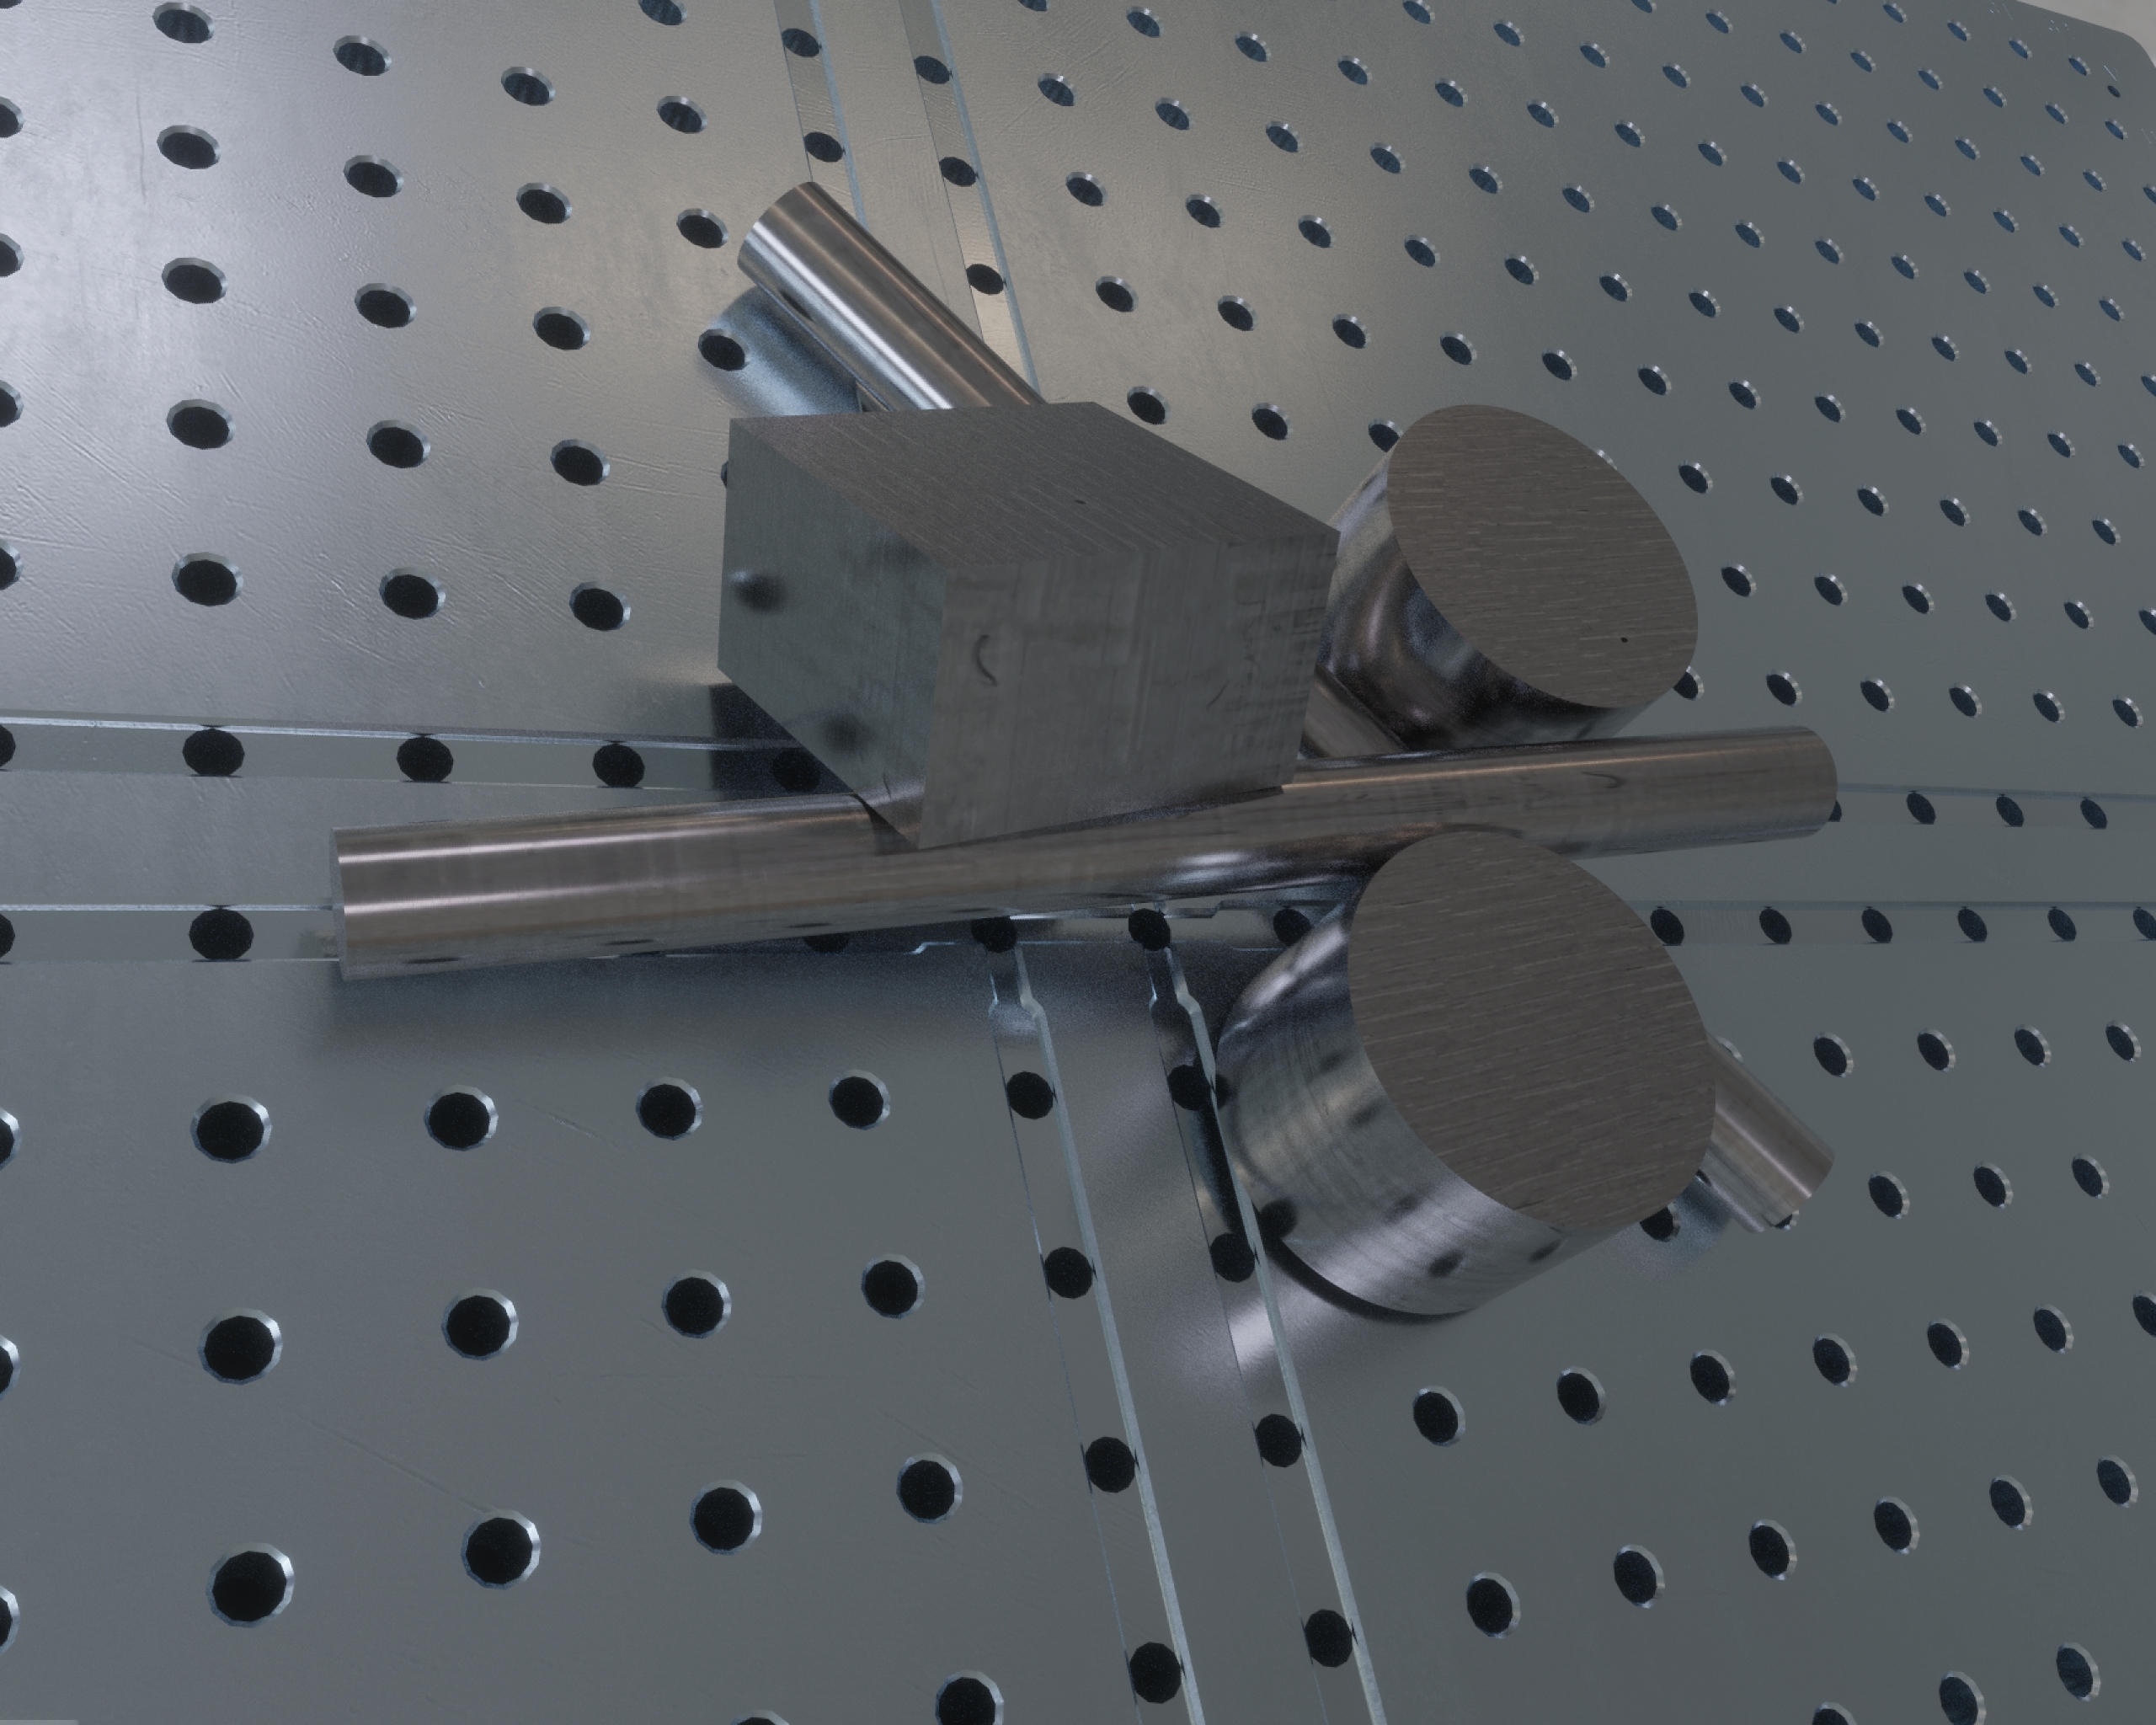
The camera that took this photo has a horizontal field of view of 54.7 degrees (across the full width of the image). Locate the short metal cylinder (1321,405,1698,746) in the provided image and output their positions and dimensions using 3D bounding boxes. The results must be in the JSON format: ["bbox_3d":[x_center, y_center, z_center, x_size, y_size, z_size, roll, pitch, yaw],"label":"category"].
[{"bbox_3d":[0.091,-0.056,0.471,0.081,0.050,0.080,14,56,-21],"label":"short metal cylinder"}]

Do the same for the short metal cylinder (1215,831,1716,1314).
[{"bbox_3d":[0.074,0.041,0.402,0.081,0.050,0.080,14,56,-21],"label":"short metal cylinder"}]

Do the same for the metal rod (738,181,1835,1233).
[{"bbox_3d":[0.043,-0.034,0.448,0.300,0.025,0.025,44,51,2],"label":"metal rod"}]

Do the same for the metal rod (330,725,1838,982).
[{"bbox_3d":[0.019,-0.005,0.396,0.303,0.025,0.025,-5,64,-24],"label":"metal rod"}]

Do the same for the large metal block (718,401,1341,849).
[{"bbox_3d":[-0.012,-0.048,0.387,0.081,0.050,0.080,-11,33,-32],"label":"large metal block"}]
